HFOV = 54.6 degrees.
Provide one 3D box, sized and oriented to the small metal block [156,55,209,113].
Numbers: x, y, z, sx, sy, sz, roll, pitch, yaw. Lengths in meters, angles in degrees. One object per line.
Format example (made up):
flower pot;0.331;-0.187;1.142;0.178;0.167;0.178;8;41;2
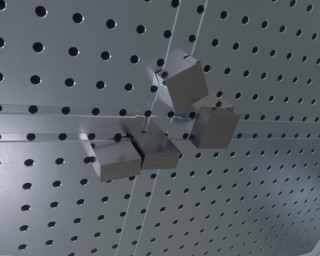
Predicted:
small metal block;0.029;-0.055;0.392;0.050;0.025;0.050;-30;128;-9

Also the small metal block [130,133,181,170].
small metal block;-0.009;0.030;0.408;0.050;0.050;0.025;2;118;-29

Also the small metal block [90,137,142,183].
small metal block;-0.056;0.038;0.387;0.050;0.050;0.025;-8;122;-24

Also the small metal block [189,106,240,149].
small metal block;0.073;0.000;0.418;0.050;0.025;0.050;2;118;-29

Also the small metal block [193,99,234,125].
small metal block;0.076;-0.010;0.446;0.050;0.025;0.050;-15;125;-20
